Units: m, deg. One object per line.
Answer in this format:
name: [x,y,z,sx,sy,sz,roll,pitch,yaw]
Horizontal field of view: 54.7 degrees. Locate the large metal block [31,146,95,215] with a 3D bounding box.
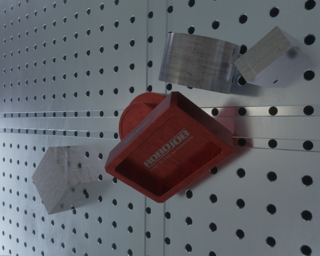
large metal block: [-0.168,0.088,0.532,0.080,0.050,0.080,-52,60,27]

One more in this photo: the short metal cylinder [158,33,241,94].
short metal cylinder: [0.042,-0.069,0.339,0.080,0.081,0.050,19,102,38]

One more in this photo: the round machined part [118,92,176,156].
round machined part: [-0.017,0.001,0.412,0.098,0.042,0.097,0,90,39]

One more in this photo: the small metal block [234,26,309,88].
small metal block: [0.109,-0.067,0.303,0.050,0.050,0.025,-41,65,32]

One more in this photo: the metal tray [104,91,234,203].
metal tray: [0.008,0.029,0.362,0.129,0.090,0.030,-42,22,31]
